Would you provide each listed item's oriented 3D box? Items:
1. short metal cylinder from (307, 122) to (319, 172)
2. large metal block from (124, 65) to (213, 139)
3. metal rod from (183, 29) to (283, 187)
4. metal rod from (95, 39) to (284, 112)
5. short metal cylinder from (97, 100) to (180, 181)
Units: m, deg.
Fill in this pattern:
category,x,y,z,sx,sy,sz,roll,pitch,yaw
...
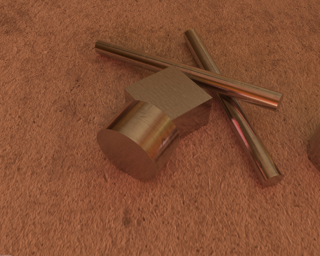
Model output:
category,x,y,z,sx,sy,sz,roll,pitch,yaw
short metal cylinder,0.227,0.020,0.372,0.081,0.050,0.080,0,50,0
large metal block,0.010,-0.029,0.411,0.081,0.050,0.080,-29,56,-22
metal rod,0.091,-0.050,0.446,0.025,0.025,0.300,-11,51,-9
metal rod,0.025,-0.084,0.451,0.300,0.025,0.025,23,53,26
short metal cylinder,-0.024,0.015,0.355,0.080,0.080,0.050,25,55,20
